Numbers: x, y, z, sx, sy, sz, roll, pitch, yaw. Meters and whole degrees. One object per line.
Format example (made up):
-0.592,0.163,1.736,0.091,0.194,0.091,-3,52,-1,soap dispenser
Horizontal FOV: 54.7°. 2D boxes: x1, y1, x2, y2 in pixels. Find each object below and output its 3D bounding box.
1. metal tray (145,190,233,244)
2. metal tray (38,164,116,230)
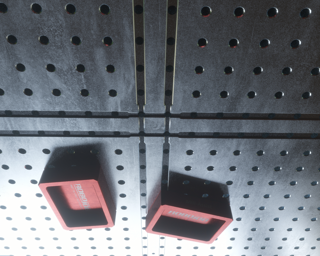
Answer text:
0.049,0.159,0.544,0.131,0.030,0.089,15,128,-14,metal tray
-0.129,0.117,0.505,0.091,0.030,0.129,-5,130,4,metal tray
